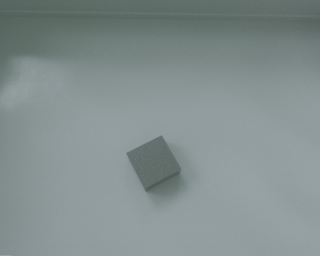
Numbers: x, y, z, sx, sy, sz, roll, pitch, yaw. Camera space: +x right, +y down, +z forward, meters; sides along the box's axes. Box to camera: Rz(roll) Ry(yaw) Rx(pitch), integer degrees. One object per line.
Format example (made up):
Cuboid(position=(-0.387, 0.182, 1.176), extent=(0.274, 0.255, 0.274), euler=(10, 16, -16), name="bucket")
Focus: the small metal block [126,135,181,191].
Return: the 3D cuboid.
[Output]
Cuboid(position=(-0.008, 0.045, 0.393), extent=(0.050, 0.025, 0.050), euler=(-27, 72, -10), name="small metal block")
